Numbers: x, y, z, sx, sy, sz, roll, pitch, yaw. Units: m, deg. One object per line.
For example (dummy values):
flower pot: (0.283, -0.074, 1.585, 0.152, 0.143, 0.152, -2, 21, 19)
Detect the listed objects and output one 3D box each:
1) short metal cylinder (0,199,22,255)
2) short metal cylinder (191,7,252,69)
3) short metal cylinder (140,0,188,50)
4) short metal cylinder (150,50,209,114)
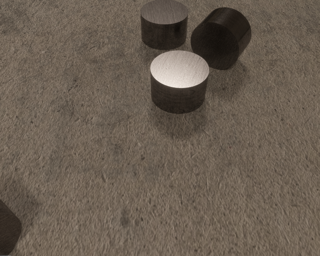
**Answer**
short metal cylinder: (-0.179, 0.097, 0.284, 0.050, 0.080, 0.080, 34, 57, 24)
short metal cylinder: (0.096, -0.140, 0.487, 0.080, 0.080, 0.050, 25, 54, 19)
short metal cylinder: (0.007, -0.180, 0.539, 0.081, 0.050, 0.080, 0, 50, 0)
short metal cylinder: (0.027, -0.066, 0.443, 0.081, 0.050, 0.080, 0, 50, 0)
